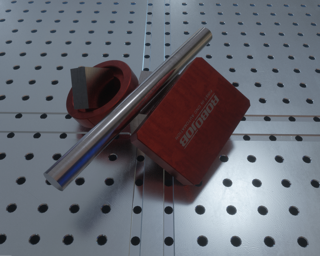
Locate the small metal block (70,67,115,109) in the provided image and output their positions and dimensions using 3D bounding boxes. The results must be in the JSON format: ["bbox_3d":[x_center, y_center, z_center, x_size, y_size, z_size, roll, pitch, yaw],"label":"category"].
[{"bbox_3d":[-0.084,-0.051,0.397,0.025,0.050,0.050,-1,6,33],"label":"small metal block"}]

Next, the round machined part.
[{"bbox_3d":[-0.071,-0.040,0.412,0.098,0.042,0.098,-15,50,20],"label":"round machined part"}]

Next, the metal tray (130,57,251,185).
[{"bbox_3d":[0.039,-0.009,0.369,0.090,0.030,0.130,40,70,-8],"label":"metal tray"}]

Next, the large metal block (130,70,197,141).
[{"bbox_3d":[0.008,-0.028,0.415,0.080,0.050,0.080,7,50,5],"label":"large metal block"}]

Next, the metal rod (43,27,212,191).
[{"bbox_3d":[-0.018,-0.043,0.378,0.025,0.025,0.301,28,55,21],"label":"metal rod"}]
